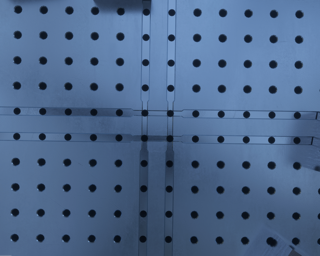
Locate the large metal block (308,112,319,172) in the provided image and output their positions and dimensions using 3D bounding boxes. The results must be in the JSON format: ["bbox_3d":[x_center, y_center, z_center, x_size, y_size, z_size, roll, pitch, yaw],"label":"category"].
[{"bbox_3d":[0.236,0.021,0.387,0.050,0.080,0.080,10,90,0],"label":"large metal block"}]

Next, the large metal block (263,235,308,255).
[{"bbox_3d":[0.172,0.203,0.402,0.080,0.050,0.080,35,90,0],"label":"large metal block"}]
